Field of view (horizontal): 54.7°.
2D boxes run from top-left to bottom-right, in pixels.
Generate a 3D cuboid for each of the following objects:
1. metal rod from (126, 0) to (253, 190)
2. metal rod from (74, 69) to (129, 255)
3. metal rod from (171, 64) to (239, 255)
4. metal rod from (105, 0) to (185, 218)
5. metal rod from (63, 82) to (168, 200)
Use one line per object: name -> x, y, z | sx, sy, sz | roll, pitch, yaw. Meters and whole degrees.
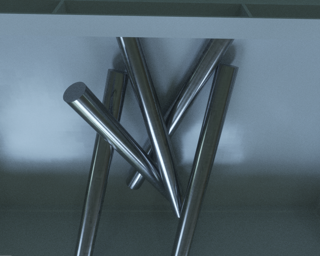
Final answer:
metal rod -> 0.020, -0.019, 0.393 | 0.025, 0.025, 0.298 | 19, 128, -16
metal rod -> -0.081, 0.074, 0.396 | 0.025, 0.025, 0.298 | 11, 106, -10
metal rod -> 0.050, 0.067, 0.399 | 0.025, 0.025, 0.298 | 8, 109, -8
metal rod -> -0.005, -0.001, 0.379 | 0.025, 0.025, 0.298 | -11, 121, 9
metal rod -> -0.023, 0.046, 0.405 | 0.025, 0.025, 0.300 | -19, 141, 15
